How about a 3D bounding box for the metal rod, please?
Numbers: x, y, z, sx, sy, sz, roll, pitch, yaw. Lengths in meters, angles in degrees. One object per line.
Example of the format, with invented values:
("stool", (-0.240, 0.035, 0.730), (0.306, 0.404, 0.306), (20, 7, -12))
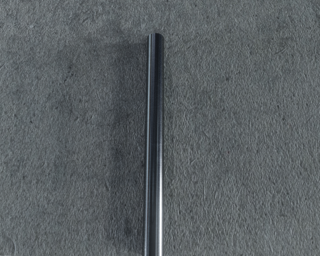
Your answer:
("metal rod", (-0.007, 0.008, 0.406), (0.025, 0.025, 0.299), (0, 70, 0))
